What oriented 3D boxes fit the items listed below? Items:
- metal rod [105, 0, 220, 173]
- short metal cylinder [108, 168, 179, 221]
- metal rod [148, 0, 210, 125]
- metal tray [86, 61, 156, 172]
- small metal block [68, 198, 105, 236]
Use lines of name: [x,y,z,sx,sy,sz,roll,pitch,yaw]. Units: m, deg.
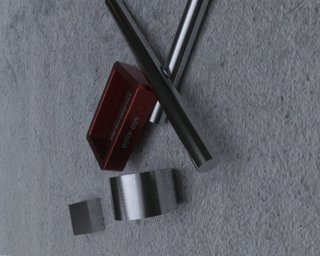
metal rod: [-0.011,-0.075,0.381,0.025,0.025,0.299,-48,53,29]
short metal cylinder: [-0.021,0.080,0.384,0.080,0.081,0.050,-15,81,39]
metal rod: [0.043,-0.144,0.367,0.025,0.025,0.298,31,109,35]
metal tray: [-0.057,-0.016,0.429,0.090,0.030,0.129,49,120,49]
small metal block: [-0.119,0.143,0.500,0.050,0.025,0.050,-21,77,37]
